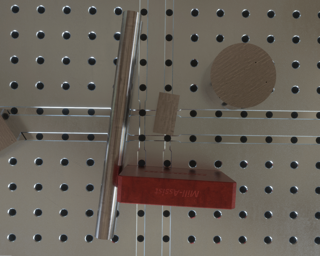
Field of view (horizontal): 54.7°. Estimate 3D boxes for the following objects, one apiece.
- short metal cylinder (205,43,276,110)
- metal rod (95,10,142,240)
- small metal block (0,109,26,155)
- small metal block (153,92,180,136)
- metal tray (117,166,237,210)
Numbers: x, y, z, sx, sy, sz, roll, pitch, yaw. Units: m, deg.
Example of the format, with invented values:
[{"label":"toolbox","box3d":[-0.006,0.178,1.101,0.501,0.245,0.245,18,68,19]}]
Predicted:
[{"label":"short metal cylinder","box3d":[0.102,-0.064,0.402,0.081,0.050,0.079,0,90,-1]},{"label":"metal rod","box3d":[-0.056,-0.004,0.412,0.025,0.025,0.298,7,90,-1]},{"label":"small metal block","box3d":[-0.218,0.008,0.411,0.050,0.025,0.050,-32,90,-1]},{"label":"small metal block","box3d":[0.008,-0.017,0.401,0.025,0.050,0.050,9,90,0]},{"label":"metal tray","box3d":[0.018,0.070,0.381,0.131,0.090,0.030,4,90,-1]}]
